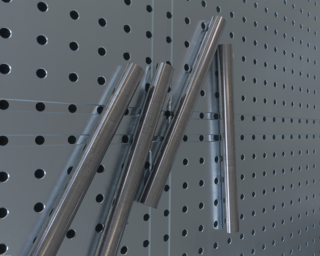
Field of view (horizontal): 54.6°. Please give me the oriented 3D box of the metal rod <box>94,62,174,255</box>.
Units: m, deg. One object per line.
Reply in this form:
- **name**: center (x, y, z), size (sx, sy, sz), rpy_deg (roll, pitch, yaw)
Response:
- **metal rod**: center (-0.035, 0.058, 0.378), size (0.025, 0.025, 0.299), rpy_deg (27, 73, -37)

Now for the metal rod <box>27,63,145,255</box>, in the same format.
- **metal rod**: center (-0.087, 0.057, 0.335), size (0.025, 0.025, 0.300), rpy_deg (37, 68, -34)

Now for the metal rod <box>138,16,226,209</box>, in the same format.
- **metal rod**: center (0.038, -0.034, 0.439), size (0.025, 0.025, 0.300), rpy_deg (35, 69, -35)

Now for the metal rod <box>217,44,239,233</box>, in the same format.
- **metal rod**: center (0.110, 0.018, 0.499), size (0.025, 0.025, 0.298), rpy_deg (-4, 93, -40)
